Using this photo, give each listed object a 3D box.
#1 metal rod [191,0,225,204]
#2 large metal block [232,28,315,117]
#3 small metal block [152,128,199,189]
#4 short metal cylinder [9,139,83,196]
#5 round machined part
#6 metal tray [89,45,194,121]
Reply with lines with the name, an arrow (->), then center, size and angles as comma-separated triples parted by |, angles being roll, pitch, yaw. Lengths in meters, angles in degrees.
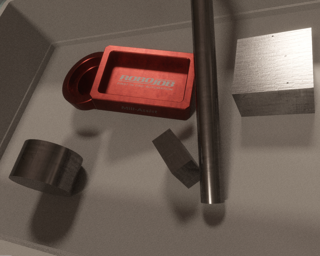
metal rod -> 0.051, -0.069, 0.347 | 0.025, 0.025, 0.298 | -5, 82, 25
large metal block -> 0.132, -0.062, 0.358 | 0.080, 0.050, 0.080 | -2, 61, 26
small metal block -> 0.022, 0.036, 0.355 | 0.025, 0.050, 0.050 | -37, 51, 4
short metal cylinder -> -0.150, 0.055, 0.414 | 0.080, 0.080, 0.050 | 0, 62, 28
round machined part -> -0.100, -0.069, 0.488 | 0.098, 0.042, 0.098 | -13, 56, 20
metal tray -> -0.019, -0.063, 0.421 | 0.131, 0.030, 0.090 | 8, 63, 8
